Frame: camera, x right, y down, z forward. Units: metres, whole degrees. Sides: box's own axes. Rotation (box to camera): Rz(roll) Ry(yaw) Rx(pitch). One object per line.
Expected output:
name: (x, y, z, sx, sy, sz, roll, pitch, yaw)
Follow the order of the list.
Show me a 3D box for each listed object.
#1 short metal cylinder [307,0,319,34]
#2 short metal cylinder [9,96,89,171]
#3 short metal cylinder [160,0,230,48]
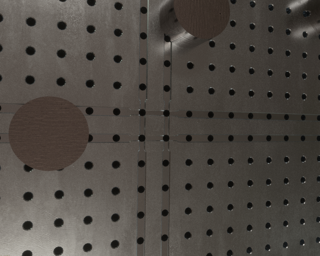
short metal cylinder: (0.293, -0.199, 0.510, 0.081, 0.050, 0.079, 0, 90, -20)
short metal cylinder: (-0.125, 0.006, 0.353, 0.081, 0.050, 0.079, 0, 90, -21)
short metal cylinder: (0.046, -0.154, 0.417, 0.081, 0.050, 0.079, 0, 90, -21)
